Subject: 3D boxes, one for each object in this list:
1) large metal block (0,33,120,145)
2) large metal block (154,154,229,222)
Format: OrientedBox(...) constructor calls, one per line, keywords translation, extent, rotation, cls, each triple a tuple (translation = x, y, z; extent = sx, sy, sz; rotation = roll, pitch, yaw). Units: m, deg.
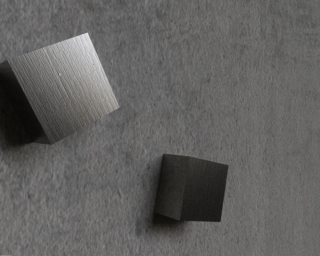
OrientedBox(translation=(-0.100, -0.039, 0.306), extent=(0.081, 0.050, 0.080), rotation=(-34, 111, -35), cls="large metal block")
OrientedBox(translation=(0.045, 0.083, 0.428), extent=(0.081, 0.050, 0.080), rotation=(16, 80, -39), cls="large metal block")
